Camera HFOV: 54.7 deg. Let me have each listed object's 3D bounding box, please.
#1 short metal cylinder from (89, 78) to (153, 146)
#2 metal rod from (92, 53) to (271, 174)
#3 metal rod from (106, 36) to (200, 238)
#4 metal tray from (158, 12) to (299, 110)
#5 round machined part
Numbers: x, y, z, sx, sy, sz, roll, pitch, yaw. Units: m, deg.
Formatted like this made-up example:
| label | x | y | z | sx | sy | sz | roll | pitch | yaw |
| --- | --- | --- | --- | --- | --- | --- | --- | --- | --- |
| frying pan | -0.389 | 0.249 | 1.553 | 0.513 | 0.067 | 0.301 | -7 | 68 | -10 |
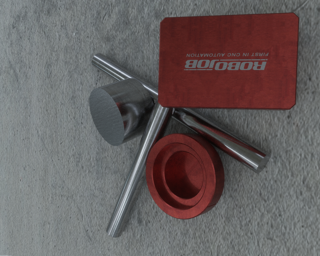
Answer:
| label | x | y | z | sx | sy | sz | roll | pitch | yaw |
| --- | --- | --- | --- | --- | --- | --- | --- | --- | --- |
| short metal cylinder | -0.051 | -0.022 | 0.415 | 0.080 | 0.050 | 0.079 | 29 | 132 | 40 |
| metal rod | 0.005 | -0.035 | 0.403 | 0.300 | 0.025 | 0.025 | 35 | 112 | 34 |
| metal rod | -0.017 | 0.030 | 0.398 | 0.025 | 0.025 | 0.298 | 40 | 121 | 32 |
| metal tray | 0.066 | -0.064 | 0.312 | 0.131 | 0.030 | 0.089 | 2 | 92 | 12 |
| round machined part | 0.033 | 0.055 | 0.368 | 0.098 | 0.042 | 0.097 | 0 | 90 | 40 |
